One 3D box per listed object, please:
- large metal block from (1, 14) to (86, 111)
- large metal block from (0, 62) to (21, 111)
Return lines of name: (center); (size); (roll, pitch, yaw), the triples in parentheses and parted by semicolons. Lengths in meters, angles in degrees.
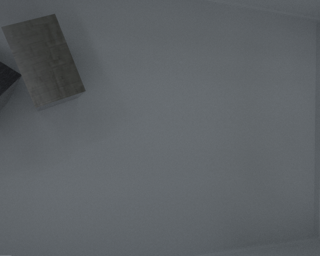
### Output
large metal block: (-0.124, -0.065, 0.335); (0.050, 0.080, 0.080); (-23, 98, -19)
large metal block: (-0.199, -0.040, 0.301); (0.080, 0.080, 0.050); (34, 123, -17)
